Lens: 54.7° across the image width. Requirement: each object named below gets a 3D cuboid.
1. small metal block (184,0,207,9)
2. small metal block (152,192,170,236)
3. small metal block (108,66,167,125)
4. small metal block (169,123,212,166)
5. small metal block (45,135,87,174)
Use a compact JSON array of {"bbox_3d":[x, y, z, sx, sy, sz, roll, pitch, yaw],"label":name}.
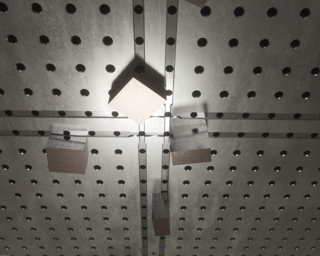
[{"bbox_3d":[0.028,-0.148,0.286,0.050,0.025,0.050,18,128,-16],"label":"small metal block"},{"bbox_3d":[0.002,0.144,0.518,0.025,0.050,0.050,-5,130,3],"label":"small metal block"},{"bbox_3d":[-0.027,-0.038,0.379,0.050,0.025,0.050,33,123,-25],"label":"small metal block"},{"bbox_3d":[0.040,0.021,0.414,0.050,0.050,0.025,-6,130,5],"label":"small metal block"},{"bbox_3d":[-0.132,0.039,0.443,0.050,0.025,0.050,5,130,-5],"label":"small metal block"}]
